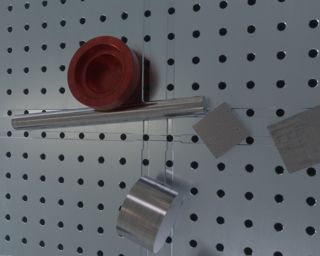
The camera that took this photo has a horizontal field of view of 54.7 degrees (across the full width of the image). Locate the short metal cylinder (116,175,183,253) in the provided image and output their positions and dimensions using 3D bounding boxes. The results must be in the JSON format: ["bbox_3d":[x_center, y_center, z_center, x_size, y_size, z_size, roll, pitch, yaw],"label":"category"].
[{"bbox_3d":[-0.011,0.106,0.387,0.050,0.080,0.080,21,97,19],"label":"short metal cylinder"}]

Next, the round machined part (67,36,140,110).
[{"bbox_3d":[-0.073,-0.071,0.424,0.098,0.042,0.098,-3,79,18],"label":"round machined part"}]

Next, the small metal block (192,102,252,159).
[{"bbox_3d":[0.077,0.003,0.385,0.050,0.025,0.050,-39,78,16],"label":"small metal block"}]

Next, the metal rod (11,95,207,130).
[{"bbox_3d":[-0.085,-0.019,0.442,0.301,0.025,0.025,-4,89,19],"label":"metal rod"}]

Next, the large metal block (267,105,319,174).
[{"bbox_3d":[0.163,0.005,0.326,0.080,0.080,0.050,-25,82,18],"label":"large metal block"}]
